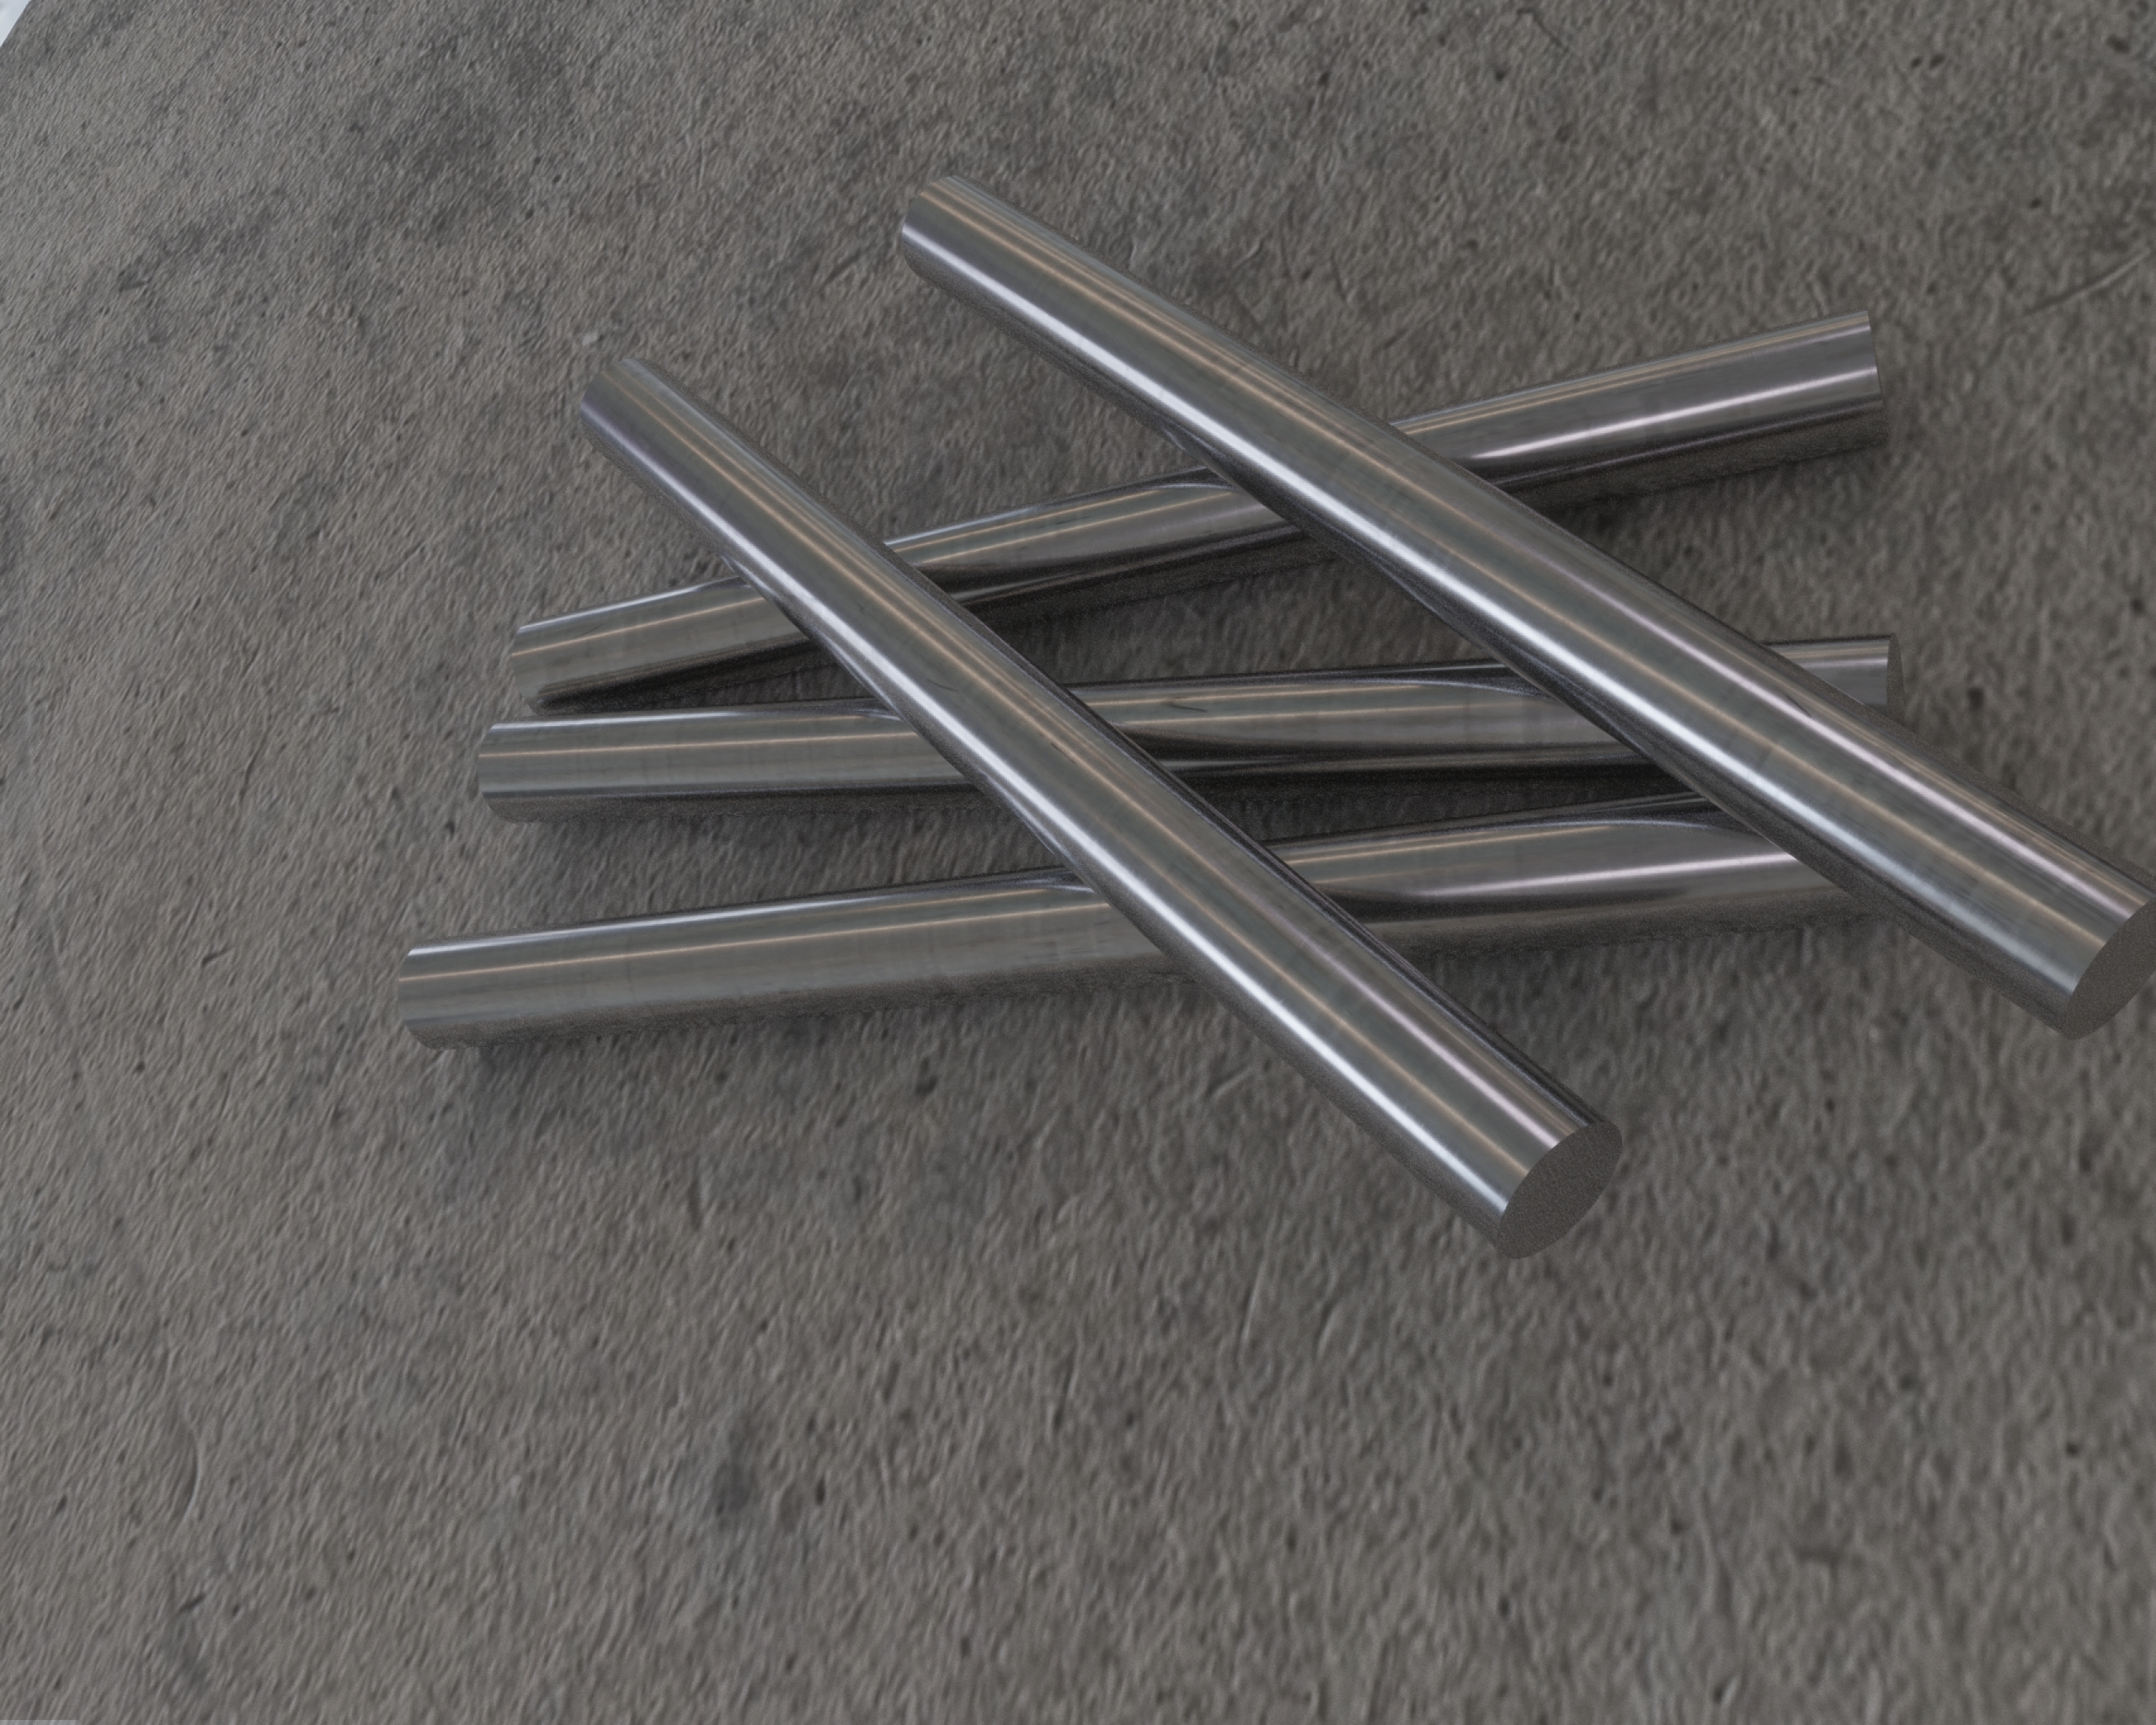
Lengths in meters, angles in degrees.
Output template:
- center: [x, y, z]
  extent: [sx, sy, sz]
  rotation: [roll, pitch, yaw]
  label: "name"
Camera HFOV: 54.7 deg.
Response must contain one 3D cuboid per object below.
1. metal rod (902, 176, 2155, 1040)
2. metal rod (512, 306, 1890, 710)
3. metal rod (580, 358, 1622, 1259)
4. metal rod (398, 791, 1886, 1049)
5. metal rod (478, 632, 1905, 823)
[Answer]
- center: [0.057, -0.065, 0.379]
  extent: [0.025, 0.025, 0.300]
  rotation: [-45, 51, -3]
  label: "metal rod"
- center: [0.010, -0.068, 0.440]
  extent: [0.300, 0.025, 0.025]
  rotation: [-9, 58, 23]
  label: "metal rod"
- center: [-0.018, -0.029, 0.397]
  extent: [0.025, 0.025, 0.300]
  rotation: [-46, 51, -4]
  label: "metal rod"
- center: [-0.005, 0.013, 0.398]
  extent: [0.300, 0.025, 0.025]
  rotation: [-7, 59, 24]
  label: "metal rod"
- center: [0.003, -0.024, 0.416]
  extent: [0.300, 0.025, 0.025]
  rotation: [-1, 61, 27]
  label: "metal rod"
